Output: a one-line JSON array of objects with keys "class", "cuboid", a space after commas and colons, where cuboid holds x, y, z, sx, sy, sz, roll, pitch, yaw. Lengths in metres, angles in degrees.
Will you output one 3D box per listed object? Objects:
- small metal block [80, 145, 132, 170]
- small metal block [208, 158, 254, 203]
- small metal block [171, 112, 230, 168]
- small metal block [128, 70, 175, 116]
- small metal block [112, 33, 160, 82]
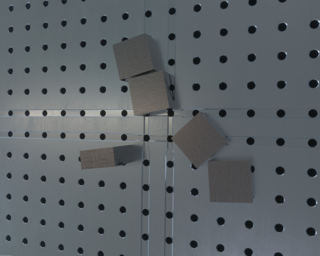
[{"class": "small metal block", "cuboid": [-0.073, 0.040, 0.426, 0.050, 0.050, 0.025, -8, 88, 20]}, {"class": "small metal block", "cuboid": [0.088, 0.064, 0.382, 0.050, 0.025, 0.050, -4, 89, 20]}, {"class": "small metal block", "cuboid": [0.052, 0.015, 0.395, 0.050, 0.025, 0.050, -44, 77, 15]}, {"class": "small metal block", "cuboid": [-0.011, -0.046, 0.417, 0.050, 0.025, 0.050, -11, 86, 19]}, {"class": "small metal block", "cuboid": [-0.032, -0.095, 0.425, 0.050, 0.025, 0.050, -14, 85, 19]}]
